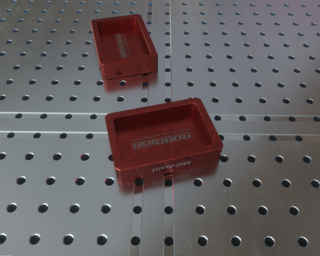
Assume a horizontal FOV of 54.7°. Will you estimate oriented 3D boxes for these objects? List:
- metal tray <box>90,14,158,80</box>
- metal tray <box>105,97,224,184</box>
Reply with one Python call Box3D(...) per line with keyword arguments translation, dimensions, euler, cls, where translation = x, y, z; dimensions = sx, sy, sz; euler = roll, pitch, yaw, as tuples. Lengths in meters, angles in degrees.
Box3D(translation=(-0.062, -0.140, 0.521), dimensions=(0.091, 0.030, 0.130), euler=(-11, 51, -10), cls="metal tray")
Box3D(translation=(0.002, 0.012, 0.394), dimensions=(0.131, 0.030, 0.090), euler=(-11, 51, -10), cls="metal tray")
